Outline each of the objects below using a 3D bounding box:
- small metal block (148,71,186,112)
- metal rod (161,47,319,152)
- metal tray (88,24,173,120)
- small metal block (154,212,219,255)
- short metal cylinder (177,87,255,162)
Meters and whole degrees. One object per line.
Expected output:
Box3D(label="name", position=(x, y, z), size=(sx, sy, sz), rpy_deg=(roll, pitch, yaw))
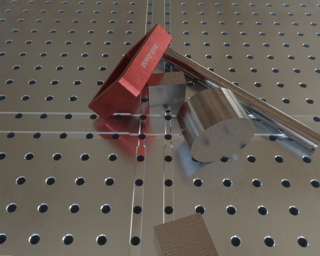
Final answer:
Box3D(label="small metal block", position=(0.008, -0.050, 0.434), size=(0.050, 0.050, 0.025), rpy_deg=(-5, 51, -5))
Box3D(label="metal rod", position=(0.094, -0.060, 0.458), size=(0.300, 0.025, 0.025), rpy_deg=(36, 59, 26))
Box3D(label="metal tray", position=(-0.040, -0.079, 0.432), size=(0.030, 0.090, 0.130), rpy_deg=(41, 50, -19))
Box3D(label="small metal block", position=(0.025, 0.119, 0.308), size=(0.050, 0.025, 0.050), rpy_deg=(-13, 51, -12))
Box3D(label="short metal cylinder", position=(0.066, -0.003, 0.375), size=(0.081, 0.080, 0.050), rpy_deg=(-13, 52, -11))
